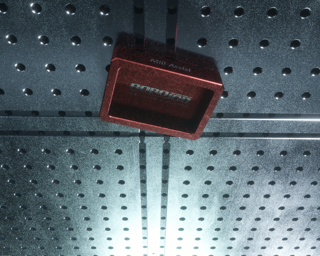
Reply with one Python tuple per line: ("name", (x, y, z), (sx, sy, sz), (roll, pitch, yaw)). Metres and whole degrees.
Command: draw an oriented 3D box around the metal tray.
("metal tray", (0.000, -0.038, 0.375), (0.131, 0.030, 0.089), (12, 129, -11))
